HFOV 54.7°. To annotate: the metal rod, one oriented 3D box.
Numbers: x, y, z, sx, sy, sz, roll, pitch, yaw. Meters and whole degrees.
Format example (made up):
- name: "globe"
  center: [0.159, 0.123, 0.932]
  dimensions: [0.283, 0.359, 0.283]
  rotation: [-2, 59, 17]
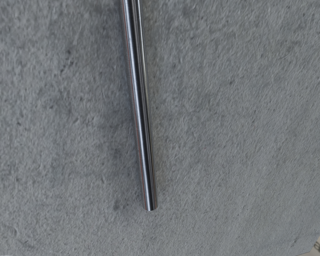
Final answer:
- name: "metal rod"
  center: [-0.023, -0.007, 0.391]
  dimensions: [0.025, 0.025, 0.298]
  rotation: [-17, 125, -19]
